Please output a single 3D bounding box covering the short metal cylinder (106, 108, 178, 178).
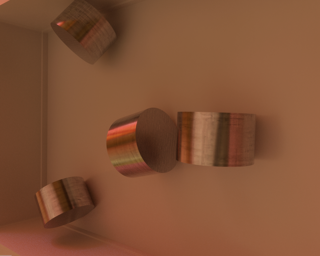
[{"bbox_3d":[-0.019,0.019,0.387,0.050,0.081,0.080,-16,80,39],"label":"short metal cylinder"}]

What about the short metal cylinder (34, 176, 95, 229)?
[{"bbox_3d":[-0.153,0.120,0.498,0.080,0.081,0.050,-42,65,32],"label":"short metal cylinder"}]

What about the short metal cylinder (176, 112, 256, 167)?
[{"bbox_3d":[0.058,0.009,0.323,0.080,0.081,0.050,3,92,40],"label":"short metal cylinder"}]

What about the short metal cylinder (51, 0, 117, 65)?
[{"bbox_3d":[-0.110,-0.139,0.453,0.080,0.080,0.050,32,77,35],"label":"short metal cylinder"}]
